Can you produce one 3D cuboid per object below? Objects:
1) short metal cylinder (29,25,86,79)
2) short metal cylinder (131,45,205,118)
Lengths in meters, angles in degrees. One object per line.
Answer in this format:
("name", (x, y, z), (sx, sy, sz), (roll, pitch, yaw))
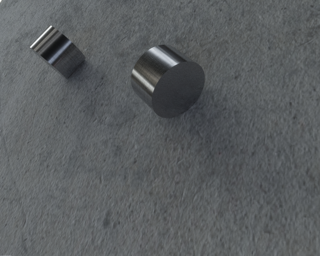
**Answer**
("short metal cylinder", (-0.178, -0.131, 0.540), (0.080, 0.080, 0.050), (34, 81, 38))
("short metal cylinder", (0.010, -0.059, 0.399), (0.080, 0.080, 0.050), (-43, 51, -2))
